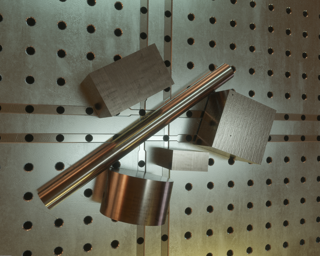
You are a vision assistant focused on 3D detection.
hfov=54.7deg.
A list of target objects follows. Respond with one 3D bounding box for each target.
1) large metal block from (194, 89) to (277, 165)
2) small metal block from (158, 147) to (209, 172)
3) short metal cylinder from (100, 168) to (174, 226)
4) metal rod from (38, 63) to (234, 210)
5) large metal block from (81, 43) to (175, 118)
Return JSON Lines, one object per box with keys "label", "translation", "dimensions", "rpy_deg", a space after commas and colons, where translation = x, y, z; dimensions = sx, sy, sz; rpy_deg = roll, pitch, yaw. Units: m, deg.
{"label": "large metal block", "translation": [0.106, 0.000, 0.437], "dimensions": [0.080, 0.050, 0.080], "rpy_deg": [21, 83, -19]}
{"label": "small metal block", "translation": [0.030, 0.041, 0.412], "dimensions": [0.050, 0.050, 0.025], "rpy_deg": [5, 88, -20]}
{"label": "short metal cylinder", "translation": [-0.028, 0.081, 0.373], "dimensions": [0.081, 0.080, 0.050], "rpy_deg": [12, 86, -20]}
{"label": "metal rod", "translation": [-0.019, 0.002, 0.406], "dimensions": [0.301, 0.025, 0.025], "rpy_deg": [-36, 102, -17]}
{"label": "large metal block", "translation": [-0.042, -0.053, 0.369], "dimensions": [0.080, 0.080, 0.050], "rpy_deg": [-30, 100, -18]}
